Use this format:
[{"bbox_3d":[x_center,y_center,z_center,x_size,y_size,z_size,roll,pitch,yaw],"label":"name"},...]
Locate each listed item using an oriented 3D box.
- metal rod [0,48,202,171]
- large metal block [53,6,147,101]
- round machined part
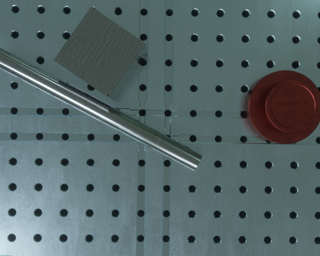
[{"bbox_3d":[-0.083,-0.024,0.412,0.301,0.025,0.025,28,90,-1],"label":"metal rod"},{"bbox_3d":[-0.073,-0.092,0.400,0.080,0.050,0.080,35,90,-1],"label":"large metal block"},{"bbox_3d":[0.166,-0.028,0.407,0.099,0.042,0.097,0,90,-1],"label":"round machined part"}]
